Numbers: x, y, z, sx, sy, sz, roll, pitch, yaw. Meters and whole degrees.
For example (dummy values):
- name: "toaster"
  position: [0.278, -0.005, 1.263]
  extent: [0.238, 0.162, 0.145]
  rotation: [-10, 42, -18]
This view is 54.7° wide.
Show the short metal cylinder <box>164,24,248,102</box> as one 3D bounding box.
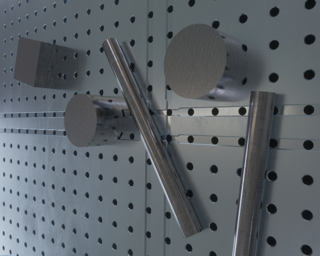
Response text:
- name: "short metal cylinder"
  position: [0.051, -0.071, 0.351]
  extent: [0.080, 0.050, 0.079]
  rotation: [0, 90, 40]

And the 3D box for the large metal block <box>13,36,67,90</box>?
- name: "large metal block"
  position: [-0.226, -0.121, 0.580]
  extent: [0.080, 0.050, 0.079]
  rotation: [21, 103, 38]

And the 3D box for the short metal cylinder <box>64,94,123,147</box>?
- name: "short metal cylinder"
  position: [-0.103, -0.011, 0.478]
  extent: [0.080, 0.050, 0.079]
  rotation: [0, 90, 40]

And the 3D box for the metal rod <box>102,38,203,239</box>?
- name: "metal rod"
  position: [-0.018, 0.001, 0.423]
  extent: [0.025, 0.025, 0.299]
  rotation: [-37, 67, 34]

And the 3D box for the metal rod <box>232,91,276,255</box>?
- name: "metal rod"
  position: [0.093, 0.111, 0.332]
  extent: [0.025, 0.025, 0.298]
  rotation: [9, 96, 39]
